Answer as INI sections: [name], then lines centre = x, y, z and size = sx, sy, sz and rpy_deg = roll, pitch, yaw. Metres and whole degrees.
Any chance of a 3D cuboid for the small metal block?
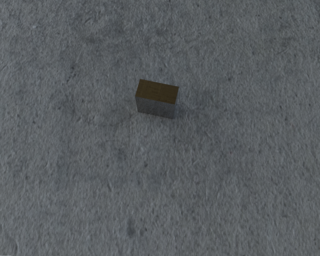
[small metal block]
centre = -0.003, -0.037, 0.408
size = 0.050, 0.050, 0.025
rpy_deg = 12, 71, 4
